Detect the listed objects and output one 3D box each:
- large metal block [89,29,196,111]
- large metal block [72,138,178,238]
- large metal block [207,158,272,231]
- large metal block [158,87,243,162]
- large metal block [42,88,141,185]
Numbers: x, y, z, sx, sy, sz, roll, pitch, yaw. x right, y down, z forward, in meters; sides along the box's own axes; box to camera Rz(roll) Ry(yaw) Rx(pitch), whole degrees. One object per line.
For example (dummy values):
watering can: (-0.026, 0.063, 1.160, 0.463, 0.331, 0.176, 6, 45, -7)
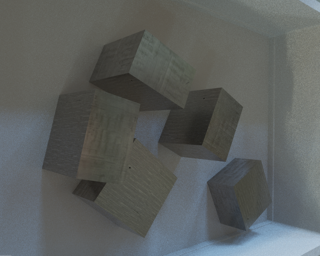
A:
large metal block: (-0.020, -0.060, 0.356, 0.080, 0.080, 0.050, 29, 72, -37)
large metal block: (-0.038, 0.067, 0.360, 0.080, 0.050, 0.080, 47, 62, -30)
large metal block: (0.131, 0.104, 0.504, 0.081, 0.050, 0.080, -31, 110, -36)
large metal block: (0.054, -0.004, 0.419, 0.050, 0.080, 0.080, 34, 69, -35)
large metal block: (-0.071, 0.009, 0.313, 0.050, 0.080, 0.080, 17, 79, -39)
